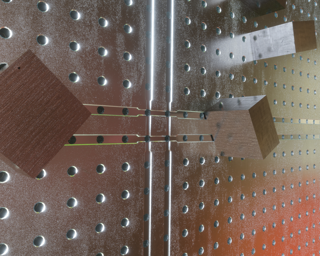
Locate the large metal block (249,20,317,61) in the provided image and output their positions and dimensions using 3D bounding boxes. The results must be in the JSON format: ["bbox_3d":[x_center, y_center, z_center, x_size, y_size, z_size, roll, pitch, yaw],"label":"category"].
[{"bbox_3d":[0.221,-0.157,0.556,0.081,0.080,0.050,-18,102,-38],"label":"large metal block"}]

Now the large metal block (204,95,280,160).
[{"bbox_3d":[0.126,-0.001,0.477,0.050,0.080,0.080,-34,111,-35],"label":"large metal block"}]

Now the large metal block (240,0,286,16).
[{"bbox_3d":[0.180,-0.256,0.541,0.080,0.050,0.080,15,81,-39],"label":"large metal block"}]

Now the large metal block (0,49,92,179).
[{"bbox_3d":[-0.127,-0.012,0.286,0.080,0.050,0.080,50,60,-28],"label":"large metal block"}]
